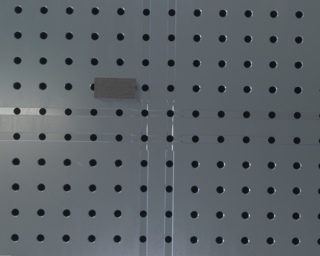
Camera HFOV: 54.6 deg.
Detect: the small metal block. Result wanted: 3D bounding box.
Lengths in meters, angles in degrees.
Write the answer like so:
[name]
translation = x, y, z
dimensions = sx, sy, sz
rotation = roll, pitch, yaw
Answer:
[small metal block]
translation = -0.054, -0.048, 0.401
dimensions = 0.050, 0.050, 0.025
rotation = 1, 90, 0
